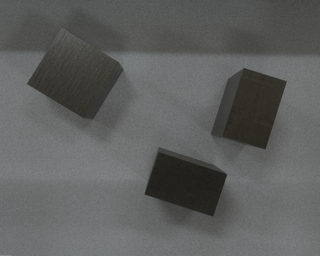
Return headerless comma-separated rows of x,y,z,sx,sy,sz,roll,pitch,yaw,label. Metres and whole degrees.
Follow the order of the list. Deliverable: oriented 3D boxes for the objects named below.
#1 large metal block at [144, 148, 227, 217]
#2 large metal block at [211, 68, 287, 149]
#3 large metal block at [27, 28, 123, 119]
0.029,0.062,0.384,0.080,0.080,0.050,18,90,0,large metal block
0.105,-0.022,0.384,0.050,0.080,0.080,17,90,0,large metal block
-0.105,-0.066,0.398,0.080,0.050,0.080,31,90,0,large metal block
